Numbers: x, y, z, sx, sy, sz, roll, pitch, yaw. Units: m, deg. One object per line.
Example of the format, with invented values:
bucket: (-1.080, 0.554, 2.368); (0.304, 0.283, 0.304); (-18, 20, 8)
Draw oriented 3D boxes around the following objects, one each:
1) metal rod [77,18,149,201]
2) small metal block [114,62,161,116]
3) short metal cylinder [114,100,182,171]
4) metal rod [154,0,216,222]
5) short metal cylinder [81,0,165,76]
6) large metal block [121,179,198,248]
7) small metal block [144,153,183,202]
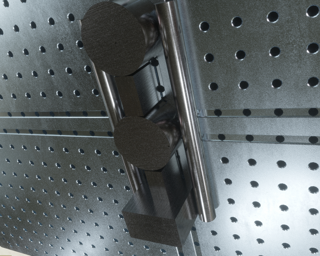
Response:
metal rod: (-0.055, -0.003, 0.438); (0.025, 0.025, 0.298); (1, 119, 28)
small metal block: (-0.025, -0.048, 0.377); (0.025, 0.050, 0.050); (1, 119, 28)
short metal cylinder: (-0.013, 0.009, 0.407); (0.080, 0.050, 0.079); (13, 124, 21)
metal rod: (0.037, -0.002, 0.389); (0.025, 0.025, 0.298); (1, 119, 28)
short metal cylinder: (-0.041, -0.105, 0.351); (0.080, 0.050, 0.079); (13, 124, 21)
large metal block: (0.005, 0.116, 0.445); (0.080, 0.080, 0.050); (1, 119, 28)
small metal block: (0.006, 0.066, 0.431); (0.025, 0.050, 0.050); (0, 119, 28)
